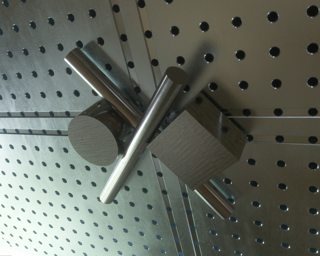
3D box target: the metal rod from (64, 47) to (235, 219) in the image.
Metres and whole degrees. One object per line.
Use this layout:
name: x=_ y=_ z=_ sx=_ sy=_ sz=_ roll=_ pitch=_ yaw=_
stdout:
metal rod: x=-0.011 y=0.010 z=0.417 sx=0.300 sy=0.025 sz=0.025 roll=45 pitch=129 yaw=-4

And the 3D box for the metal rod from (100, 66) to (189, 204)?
metal rod: x=-0.036 y=0.033 z=0.419 sx=0.025 sy=0.025 sz=0.298 roll=36 pitch=137 yaw=4

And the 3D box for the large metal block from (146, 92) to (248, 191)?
large metal block: x=0.044 y=0.017 z=0.376 sx=0.080 sy=0.050 sz=0.080 roll=44 pitch=129 yaw=-2

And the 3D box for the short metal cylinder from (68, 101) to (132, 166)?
short metal cylinder: x=-0.081 y=0.007 z=0.437 sx=0.080 sy=0.050 sz=0.079 roll=13 pitch=124 yaw=21
